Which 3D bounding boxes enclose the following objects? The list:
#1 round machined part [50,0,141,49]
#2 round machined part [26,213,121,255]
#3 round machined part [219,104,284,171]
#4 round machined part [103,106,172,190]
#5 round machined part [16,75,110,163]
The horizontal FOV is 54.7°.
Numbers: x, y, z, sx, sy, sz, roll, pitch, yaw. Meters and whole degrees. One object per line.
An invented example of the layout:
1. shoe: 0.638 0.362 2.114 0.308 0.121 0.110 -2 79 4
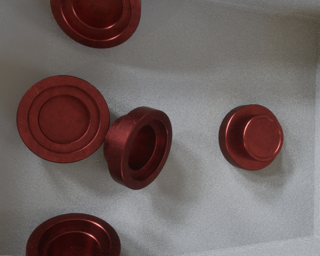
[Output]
1. round machined part: -0.071 -0.145 0.357 0.099 0.097 0.042 19 41 -19
2. round machined part: -0.096 0.143 0.343 0.099 0.098 0.042 4 116 -20
3. round machined part: 0.139 0.014 0.453 0.099 0.042 0.097 0 90 -20
4. round machined part: -0.029 0.021 0.373 0.099 0.042 0.097 -33 131 -47
5. round machined part: -0.111 -0.010 0.360 0.099 0.042 0.097 0 90 -20
